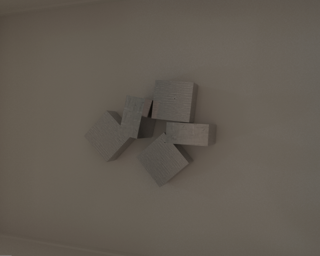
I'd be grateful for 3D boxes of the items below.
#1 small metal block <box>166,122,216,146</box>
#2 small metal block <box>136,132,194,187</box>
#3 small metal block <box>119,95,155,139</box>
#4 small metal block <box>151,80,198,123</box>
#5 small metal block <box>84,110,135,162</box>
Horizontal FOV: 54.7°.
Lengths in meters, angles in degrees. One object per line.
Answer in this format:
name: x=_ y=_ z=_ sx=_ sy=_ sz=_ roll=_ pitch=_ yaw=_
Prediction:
small metal block: x=0.039 y=0.007 z=0.380 sx=0.050 sy=0.050 sz=0.025 roll=3 pitch=91 yaw=19
small metal block: x=0.007 y=0.041 z=0.405 sx=0.050 sy=0.025 sz=0.050 roll=-42 pitch=77 yaw=15
small metal block: x=-0.026 y=-0.014 z=0.403 sx=0.025 sy=0.050 sz=0.050 roll=13 pitch=95 yaw=19
small metal block: x=0.019 y=-0.034 z=0.401 sx=0.050 sy=0.025 sz=0.050 roll=7 pitch=92 yaw=19
small metal block: x=-0.068 y=0.011 z=0.431 sx=0.050 sy=0.025 sz=0.050 roll=-46 pitch=76 yaw=14
